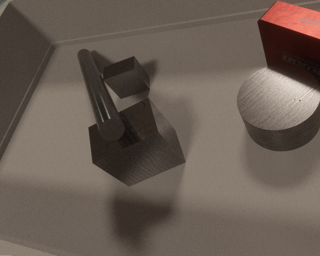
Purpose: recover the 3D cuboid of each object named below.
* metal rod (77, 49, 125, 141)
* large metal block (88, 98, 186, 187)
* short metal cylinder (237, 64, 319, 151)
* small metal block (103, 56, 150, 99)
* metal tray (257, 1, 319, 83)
[{"bbox_3d":[-0.091,-0.064,0.429,0.025,0.025,0.300,-38,32,2],"label":"metal rod"},{"bbox_3d":[-0.026,0.021,0.370,0.080,0.080,0.050,-25,53,12],"label":"large metal block"},{"bbox_3d":[0.129,-0.021,0.335,0.080,0.050,0.080,-13,56,20],"label":"short metal cylinder"},{"bbox_3d":[-0.048,-0.073,0.458,0.050,0.050,0.025,-16,56,19],"label":"small metal block"},{"bbox_3d":[0.169,-0.072,0.319,0.030,0.090,0.130,-48,52,-5],"label":"metal tray"}]
